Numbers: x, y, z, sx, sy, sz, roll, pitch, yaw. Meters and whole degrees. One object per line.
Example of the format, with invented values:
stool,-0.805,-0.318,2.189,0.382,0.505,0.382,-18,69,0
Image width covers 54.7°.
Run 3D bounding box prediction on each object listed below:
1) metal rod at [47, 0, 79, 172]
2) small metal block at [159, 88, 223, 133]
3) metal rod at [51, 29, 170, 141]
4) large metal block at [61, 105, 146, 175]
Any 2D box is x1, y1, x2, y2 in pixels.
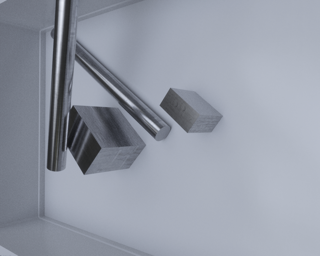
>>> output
metal rod,-0.115,-0.083,0.368,0.025,0.025,0.298,28,117,36
small metal block,0.037,-0.020,0.359,0.050,0.050,0.025,46,118,29
metal rod,-0.090,-0.081,0.478,0.300,0.025,0.025,43,116,31
large metal block,-0.081,0.015,0.435,0.080,0.081,0.050,51,120,27
